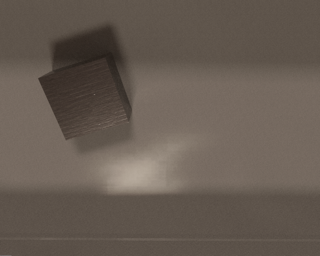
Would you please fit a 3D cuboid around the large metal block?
[{"bbox_3d":[-0.087,-0.040,0.382,0.080,0.050,0.080,-16,110,5],"label":"large metal block"}]
